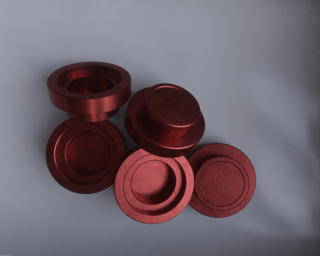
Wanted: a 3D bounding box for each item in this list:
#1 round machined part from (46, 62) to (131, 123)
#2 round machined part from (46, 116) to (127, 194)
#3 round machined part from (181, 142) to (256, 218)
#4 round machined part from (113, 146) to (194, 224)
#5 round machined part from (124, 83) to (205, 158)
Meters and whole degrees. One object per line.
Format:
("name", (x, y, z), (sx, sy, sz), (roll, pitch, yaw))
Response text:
("round machined part", (-0.085, -0.043, 0.382), (0.099, 0.098, 0.042), (3, 126, -1))
("round machined part", (-0.091, 0.032, 0.399), (0.099, 0.042, 0.097), (0, 90, -1))
("round machined part", (0.076, 0.068, 0.402), (0.099, 0.042, 0.097), (0, 90, -1))
("round machined part", (-0.010, 0.066, 0.390), (0.099, 0.042, 0.097), (-2, 96, -13))
("round machined part", (0.010, -0.016, 0.374), (0.099, 0.042, 0.098), (11, 49, -13))
